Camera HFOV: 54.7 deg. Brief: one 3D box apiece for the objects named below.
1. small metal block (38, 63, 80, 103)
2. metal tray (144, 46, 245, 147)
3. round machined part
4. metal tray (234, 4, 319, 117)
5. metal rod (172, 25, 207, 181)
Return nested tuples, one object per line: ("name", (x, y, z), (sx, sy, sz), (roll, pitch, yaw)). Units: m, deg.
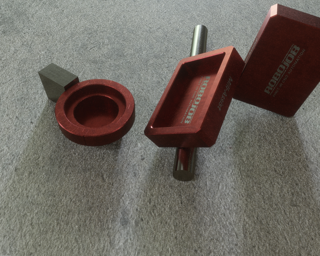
("small metal block", (-0.136, -0.056, 0.432), (0.050, 0.050, 0.025), (29, 56, 22))
("metal tray", (0.043, -0.038, 0.385), (0.090, 0.030, 0.130), (-4, 52, 46))
("round machined part", (-0.081, -0.015, 0.403), (0.099, 0.042, 0.098), (1, 51, -1))
("metal tray", (0.157, -0.079, 0.393), (0.090, 0.129, 0.030), (19, 48, 2))
("metal rod", (0.049, -0.058, 0.452), (0.025, 0.025, 0.300), (7, 50, 5))
